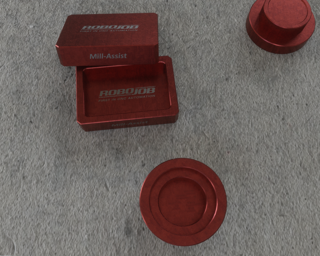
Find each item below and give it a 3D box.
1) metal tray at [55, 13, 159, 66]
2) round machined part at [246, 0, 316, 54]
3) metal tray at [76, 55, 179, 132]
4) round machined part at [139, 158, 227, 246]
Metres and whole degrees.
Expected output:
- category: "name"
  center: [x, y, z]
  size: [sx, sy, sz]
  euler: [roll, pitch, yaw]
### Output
- category: "metal tray"
  center: [-0.068, -0.125, 0.431]
  size: [0.131, 0.030, 0.090]
  euler: [-1, 46, 0]
- category: "round machined part"
  center: [0.183, -0.163, 0.461]
  size: [0.099, 0.042, 0.098]
  euler: [0, 70, -1]
- category: "metal tray"
  center: [-0.045, -0.047, 0.422]
  size: [0.131, 0.030, 0.090]
  euler: [-6, 70, -3]
- category: "round machined part"
  center: [0.026, 0.088, 0.367]
  size: [0.099, 0.042, 0.098]
  euler: [0, 70, -1]
